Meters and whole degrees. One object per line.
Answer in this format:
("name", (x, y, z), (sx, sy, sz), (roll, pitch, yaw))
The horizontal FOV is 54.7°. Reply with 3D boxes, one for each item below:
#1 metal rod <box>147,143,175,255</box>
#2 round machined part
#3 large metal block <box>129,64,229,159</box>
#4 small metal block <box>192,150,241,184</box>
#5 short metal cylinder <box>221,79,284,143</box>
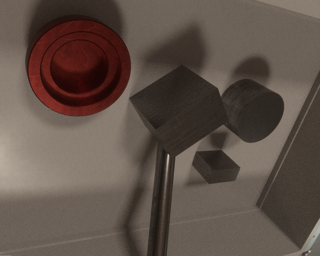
("metal rod", (-0.002, 0.140, 0.396), (0.025, 0.025, 0.298), (11, 81, -33))
("round machined part", (-0.083, -0.064, 0.313), (0.099, 0.042, 0.097), (-14, 125, -21))
("large metal block", (0.021, -0.023, 0.372), (0.080, 0.080, 0.050), (-34, 129, -7))
("small metal block", (0.086, 0.059, 0.478), (0.050, 0.050, 0.025), (-1, 119, -29))
("short metal cylinder", (0.131, -0.025, 0.451), (0.081, 0.050, 0.079), (-14, 125, -21))
